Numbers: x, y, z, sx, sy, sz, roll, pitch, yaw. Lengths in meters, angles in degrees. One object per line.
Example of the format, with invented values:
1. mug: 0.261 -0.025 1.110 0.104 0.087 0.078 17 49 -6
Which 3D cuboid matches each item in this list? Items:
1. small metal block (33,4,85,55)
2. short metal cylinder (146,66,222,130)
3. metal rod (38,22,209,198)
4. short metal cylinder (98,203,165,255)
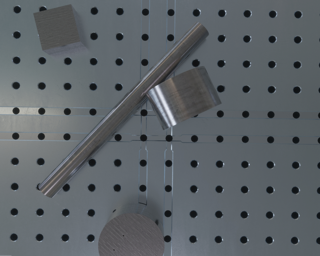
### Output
1. small metal block: -0.133 -0.130 0.412 0.050 0.025 0.050 -14 90 0
2. short metal cylinder: 0.030 -0.036 0.386 0.080 0.080 0.050 -25 89 0
3. metal rod: -0.048 -0.024 0.412 0.025 0.025 0.300 44 90 0
4. short metal cylinder: -0.035 0.143 0.401 0.081 0.050 0.079 0 90 0
